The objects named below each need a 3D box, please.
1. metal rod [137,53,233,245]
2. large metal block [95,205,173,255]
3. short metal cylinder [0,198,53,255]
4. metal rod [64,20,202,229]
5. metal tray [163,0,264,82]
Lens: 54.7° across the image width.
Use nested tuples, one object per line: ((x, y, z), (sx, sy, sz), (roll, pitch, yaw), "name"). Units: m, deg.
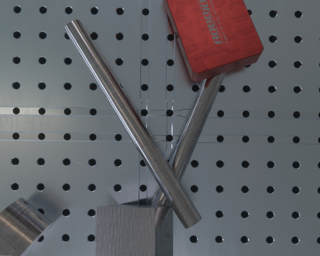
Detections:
((0.037, 0.018, 0.413), (0.025, 0.025, 0.299), (23, 90, 0), "metal rod")
((-0.031, 0.136, 0.379), (0.080, 0.050, 0.080), (-5, 78, 25), "large metal block")
((-0.182, 0.134, 0.384), (0.050, 0.080, 0.080), (41, 90, 0), "short metal cylinder")
((-0.037, -0.010, 0.397), (0.025, 0.025, 0.299), (-32, 84, 0), "metal rod")
((0.064, -0.134, 0.397), (0.090, 0.030, 0.129), (-18, 78, 0), "metal tray")
